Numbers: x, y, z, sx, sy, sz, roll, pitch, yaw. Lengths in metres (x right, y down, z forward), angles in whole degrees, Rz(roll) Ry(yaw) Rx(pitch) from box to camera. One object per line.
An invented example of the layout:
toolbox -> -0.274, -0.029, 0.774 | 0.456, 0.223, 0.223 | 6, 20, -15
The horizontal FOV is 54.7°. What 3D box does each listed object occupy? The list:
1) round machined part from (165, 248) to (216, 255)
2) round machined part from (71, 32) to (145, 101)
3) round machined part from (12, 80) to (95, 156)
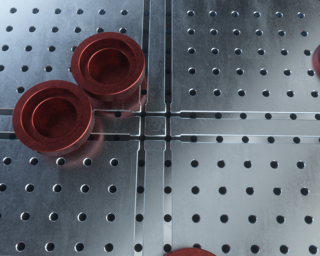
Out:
round machined part -> 0.034, 0.182, 0.337 | 0.099, 0.042, 0.098 | 0, 70, 0
round machined part -> -0.070, -0.081, 0.431 | 0.099, 0.042, 0.098 | 0, 70, -1
round machined part -> -0.134, -0.010, 0.405 | 0.099, 0.042, 0.098 | 0, 70, -1
